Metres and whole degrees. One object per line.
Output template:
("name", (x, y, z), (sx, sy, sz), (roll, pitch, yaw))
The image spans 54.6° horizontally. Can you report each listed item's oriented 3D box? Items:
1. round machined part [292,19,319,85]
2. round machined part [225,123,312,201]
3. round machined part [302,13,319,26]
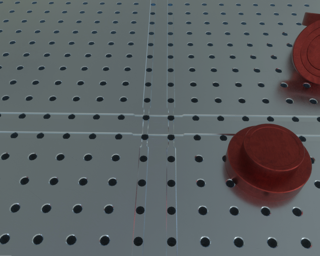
("round machined part", (0.253, -0.115, 0.471), (0.098, 0.097, 0.042), (17, 16, 14))
("round machined part", (0.131, 0.033, 0.370), (0.099, 0.042, 0.098), (0, 50, 0))
("round machined part", (0.290, -0.166, 0.521), (0.099, 0.042, 0.098), (6, 24, -2))
